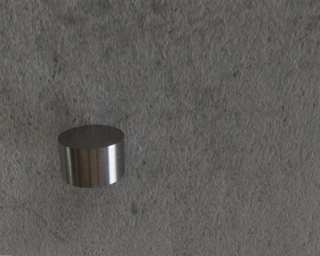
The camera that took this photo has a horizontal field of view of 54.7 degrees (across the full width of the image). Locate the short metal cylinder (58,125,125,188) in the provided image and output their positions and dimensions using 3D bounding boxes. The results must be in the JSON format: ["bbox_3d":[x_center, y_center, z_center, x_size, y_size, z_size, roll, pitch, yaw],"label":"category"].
[{"bbox_3d":[-0.085,0.033,0.391,0.081,0.080,0.050,1,110,-1],"label":"short metal cylinder"}]
